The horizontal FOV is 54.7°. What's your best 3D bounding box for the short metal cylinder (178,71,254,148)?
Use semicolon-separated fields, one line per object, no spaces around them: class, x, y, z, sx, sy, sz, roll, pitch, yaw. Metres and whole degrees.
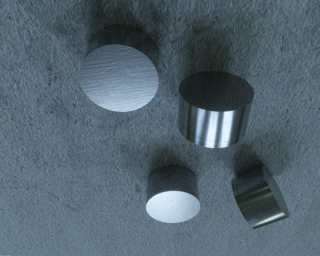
short metal cylinder;0.061;-0.023;0.352;0.080;0.080;0.050;0;130;0

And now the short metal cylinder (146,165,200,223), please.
short metal cylinder;0.020;0.102;0.478;0.081;0.050;0.079;0;130;0

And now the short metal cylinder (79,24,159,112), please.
short metal cylinder;-0.042;-0.064;0.335;0.081;0.050;0.079;0;130;0

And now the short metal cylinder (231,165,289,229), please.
short metal cylinder;0.148;0.102;0.459;0.050;0.080;0.080;-29;125;22
